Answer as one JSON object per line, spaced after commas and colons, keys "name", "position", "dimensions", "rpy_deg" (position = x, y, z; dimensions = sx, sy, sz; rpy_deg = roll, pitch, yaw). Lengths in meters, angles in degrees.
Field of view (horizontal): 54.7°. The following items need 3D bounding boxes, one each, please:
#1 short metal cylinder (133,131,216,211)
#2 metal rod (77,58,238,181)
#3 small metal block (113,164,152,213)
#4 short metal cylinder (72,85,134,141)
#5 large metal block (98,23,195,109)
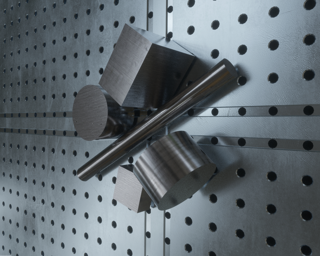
{"name": "short metal cylinder", "position": [0.017, 0.049, 0.355], "dimensions": [0.050, 0.081, 0.080], "rpy_deg": [51, 120, 27]}
{"name": "metal rod", "position": [-0.024, 0.005, 0.424], "dimensions": [0.299, 0.025, 0.025], "rpy_deg": [-35, 69, 34]}
{"name": "small metal block", "position": [-0.036, 0.083, 0.434], "dimensions": [0.050, 0.025, 0.050], "rpy_deg": [20, 102, 38]}
{"name": "short metal cylinder", "position": [-0.084, -0.022, 0.458], "dimensions": [0.080, 0.050, 0.079], "rpy_deg": [0, 90, 40]}
{"name": "large metal block", "position": [-0.016, -0.072, 0.382], "dimensions": [0.050, 0.081, 0.080], "rpy_deg": [44, 116, 31]}
